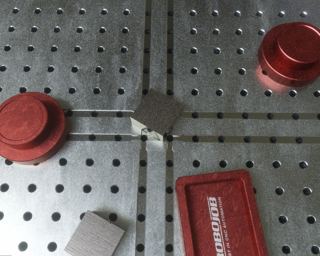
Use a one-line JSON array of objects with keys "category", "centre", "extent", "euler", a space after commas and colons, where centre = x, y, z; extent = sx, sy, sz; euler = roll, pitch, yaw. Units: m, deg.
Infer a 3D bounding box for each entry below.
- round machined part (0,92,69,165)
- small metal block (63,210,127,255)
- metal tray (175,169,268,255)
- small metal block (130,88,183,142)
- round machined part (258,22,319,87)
[{"category": "round machined part", "centre": [-0.174, -0.004, 0.403], "extent": [0.099, 0.042, 0.098], "euler": [0, 70, 0]}, {"category": "small metal block", "centre": [-0.074, 0.132, 0.363], "extent": [0.050, 0.025, 0.050], "euler": [27, 72, 9]}, {"category": "metal tray", "centre": [0.071, 0.119, 0.365], "extent": [0.091, 0.030, 0.130], "euler": [-7, 70, -3]}, {"category": "small metal block", "centre": [-0.004, -0.018, 0.418], "extent": [0.050, 0.025, 0.050], "euler": [30, 73, 10]}, {"category": "round machined part", "centre": [0.196, -0.112, 0.445], "extent": [0.099, 0.042, 0.098], "euler": [0, 70, 0]}]
